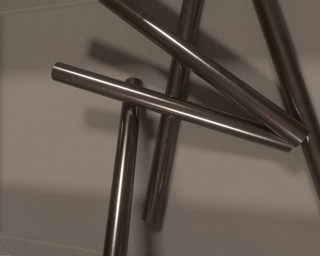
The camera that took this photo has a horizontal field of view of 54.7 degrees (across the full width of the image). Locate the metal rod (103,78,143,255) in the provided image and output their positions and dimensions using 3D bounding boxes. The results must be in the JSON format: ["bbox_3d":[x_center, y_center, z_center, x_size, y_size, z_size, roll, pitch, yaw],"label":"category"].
[{"bbox_3d":[-0.043,0.071,0.356,0.025,0.025,0.299,-7,61,19],"label":"metal rod"}]

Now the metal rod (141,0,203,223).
[{"bbox_3d":[0.015,-0.024,0.404,0.025,0.025,0.298,12,94,19],"label":"metal rod"}]

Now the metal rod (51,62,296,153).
[{"bbox_3d":[0.009,-0.028,0.378,0.301,0.025,0.025,18,96,8],"label":"metal rod"}]

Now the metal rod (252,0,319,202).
[{"bbox_3d":[0.158,-0.030,0.354,0.025,0.025,0.298,-18,84,19],"label":"metal rod"}]

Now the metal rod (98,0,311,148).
[{"bbox_3d":[0.041,-0.081,0.368,0.300,0.025,0.025,40,102,14],"label":"metal rod"}]
